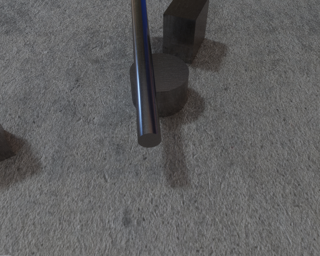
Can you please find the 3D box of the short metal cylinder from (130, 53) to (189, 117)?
[{"bbox_3d":[-0.001,-0.061,0.438,0.080,0.050,0.080,0,50,0],"label":"short metal cylinder"}]

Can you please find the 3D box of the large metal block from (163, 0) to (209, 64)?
[{"bbox_3d":[0.042,-0.165,0.507,0.050,0.080,0.080,16,52,13],"label":"large metal block"}]

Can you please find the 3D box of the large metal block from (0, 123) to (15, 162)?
[{"bbox_3d":[-0.230,0.010,0.358,0.081,0.080,0.050,-26,55,-20],"label":"large metal block"}]

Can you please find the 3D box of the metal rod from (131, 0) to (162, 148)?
[{"bbox_3d":[-0.024,-0.101,0.422,0.025,0.025,0.300,-4,50,-3],"label":"metal rod"}]
